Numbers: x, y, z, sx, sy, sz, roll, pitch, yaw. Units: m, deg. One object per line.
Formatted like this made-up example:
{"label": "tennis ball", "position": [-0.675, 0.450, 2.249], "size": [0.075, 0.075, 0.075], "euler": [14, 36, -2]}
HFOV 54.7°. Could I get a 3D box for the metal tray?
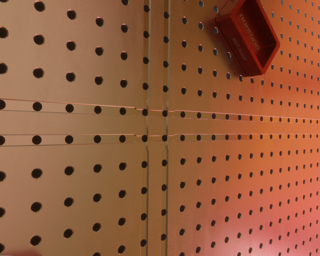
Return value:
{"label": "metal tray", "position": [0.157, -0.166, 0.540], "size": [0.130, 0.030, 0.090], "euler": [50, 61, -29]}
